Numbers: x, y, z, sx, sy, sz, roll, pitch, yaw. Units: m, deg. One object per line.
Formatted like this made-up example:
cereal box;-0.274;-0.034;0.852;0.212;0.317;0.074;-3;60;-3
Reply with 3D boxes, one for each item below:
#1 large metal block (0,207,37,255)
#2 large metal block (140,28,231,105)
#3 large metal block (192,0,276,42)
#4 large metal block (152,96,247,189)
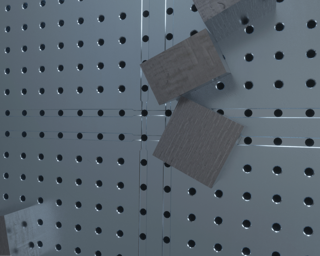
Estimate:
large metal block;-0.248;0.174;0.485;0.080;0.050;0.080;-12;86;19
large metal block;0.034;-0.070;0.367;0.080;0.080;0.050;-25;92;18
large metal block;0.083;-0.150;0.354;0.080;0.080;0.050;-27;81;17
large metal block;0.050;0.015;0.381;0.080;0.050;0.080;28;99;17
